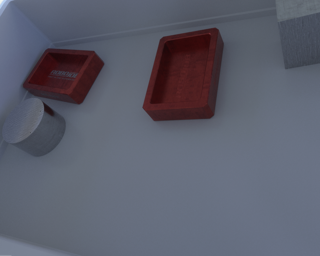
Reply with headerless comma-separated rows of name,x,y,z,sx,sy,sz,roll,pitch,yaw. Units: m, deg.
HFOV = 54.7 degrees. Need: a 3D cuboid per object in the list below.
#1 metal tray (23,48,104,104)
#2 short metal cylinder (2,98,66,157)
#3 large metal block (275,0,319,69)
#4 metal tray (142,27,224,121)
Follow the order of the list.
metal tray,-0.172,-0.095,0.548,0.130,0.030,0.090,12,68,32
short metal cylinder,-0.199,-0.001,0.492,0.080,0.050,0.080,-13,56,20
large metal block,0.178,-0.118,0.349,0.080,0.080,0.050,-7,59,24
metal tray,0.034,-0.074,0.428,0.090,0.030,0.130,-2,61,27
